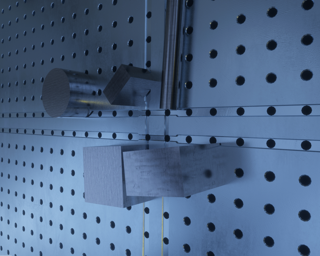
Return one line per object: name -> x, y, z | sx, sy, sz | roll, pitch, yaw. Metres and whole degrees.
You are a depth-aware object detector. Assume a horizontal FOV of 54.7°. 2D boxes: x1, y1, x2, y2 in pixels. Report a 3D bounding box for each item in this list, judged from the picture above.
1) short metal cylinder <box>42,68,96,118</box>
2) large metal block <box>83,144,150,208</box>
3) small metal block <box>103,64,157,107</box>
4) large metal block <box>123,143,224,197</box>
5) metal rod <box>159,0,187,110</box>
short metal cylinder -> -0.152, -0.056, 0.515 | 0.080, 0.050, 0.079 | 0, 90, 39
large metal block -> -0.064, 0.065, 0.443 | 0.080, 0.050, 0.080 | -4, 87, 39
small metal block -> -0.041, -0.057, 0.425 | 0.050, 0.050, 0.025 | -49, 61, 28
large metal block -> 0.016, 0.047, 0.359 | 0.080, 0.081, 0.050 | -9, 85, 39
metal rod -> 0.022, -0.173, 0.389 | 0.025, 0.025, 0.298 | 6, 94, 39
